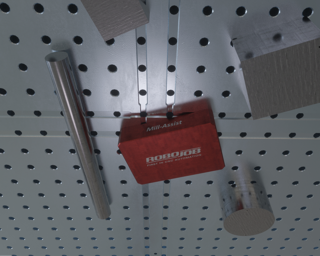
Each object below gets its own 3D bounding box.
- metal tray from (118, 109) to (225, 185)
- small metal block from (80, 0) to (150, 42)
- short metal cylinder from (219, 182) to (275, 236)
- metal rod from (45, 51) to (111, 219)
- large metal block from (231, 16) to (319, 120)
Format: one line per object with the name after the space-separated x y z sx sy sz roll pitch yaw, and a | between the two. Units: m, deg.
0.018 0.030 0.434 0.131 0.030 0.090 -13 129 10 | metal tray
-0.044 -0.122 0.307 0.050 0.025 0.050 -19 128 15 | small metal block
0.141 0.134 0.511 0.081 0.050 0.079 0 130 0 | short metal cylinder
-0.106 0.034 0.439 0.025 0.025 0.298 -3 130 2 | metal rod
0.131 -0.064 0.342 0.080 0.050 0.080 -16 129 12 | large metal block
